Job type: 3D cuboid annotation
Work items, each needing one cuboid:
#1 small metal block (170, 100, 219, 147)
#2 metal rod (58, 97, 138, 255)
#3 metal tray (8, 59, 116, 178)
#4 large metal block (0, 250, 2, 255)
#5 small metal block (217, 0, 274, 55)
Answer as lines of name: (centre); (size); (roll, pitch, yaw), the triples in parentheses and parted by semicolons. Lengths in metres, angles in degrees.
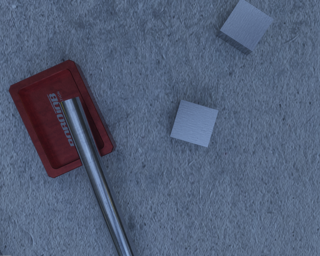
small metal block: (0.044, -0.006, 0.411); (0.050, 0.025, 0.050); (16, 90, -1)
metal rod: (-0.061, 0.107, 0.388); (0.025, 0.025, 0.298); (-19, 99, 0)
metal tray: (-0.125, -0.012, 0.405); (0.090, 0.030, 0.129); (-25, 90, -1)
large metal block: (-0.241, 0.210, 0.394); (0.080, 0.050, 0.080); (-22, 90, -1)
small metal block: (0.112, -0.133, 0.411); (0.050, 0.025, 0.050); (33, 90, -1)
